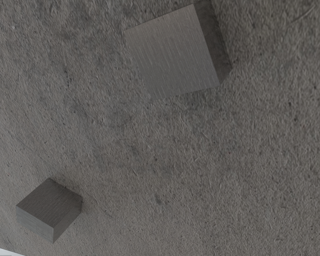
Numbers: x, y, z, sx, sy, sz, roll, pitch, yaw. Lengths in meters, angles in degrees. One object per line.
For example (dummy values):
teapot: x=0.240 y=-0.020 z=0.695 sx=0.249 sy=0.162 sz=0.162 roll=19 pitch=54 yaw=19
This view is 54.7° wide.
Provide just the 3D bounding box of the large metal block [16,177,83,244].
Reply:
large metal block: x=-0.202 y=0.150 z=0.571 sx=0.080 sy=0.080 sz=0.050 roll=26 pitch=128 yaw=12

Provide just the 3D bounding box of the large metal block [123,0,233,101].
large metal block: x=0.021 y=-0.082 z=0.329 sx=0.080 sy=0.050 sz=0.080 roll=-10 pitch=114 yaw=32
